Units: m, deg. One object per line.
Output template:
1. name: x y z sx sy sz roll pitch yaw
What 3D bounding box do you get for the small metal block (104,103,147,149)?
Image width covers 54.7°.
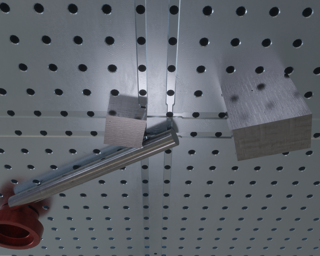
1. small metal block: -0.046 -0.002 0.409 0.050 0.025 0.050 8 130 -7

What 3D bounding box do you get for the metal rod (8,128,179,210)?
1. metal rod: -0.111 0.068 0.468 0.300 0.025 0.025 -23 127 18

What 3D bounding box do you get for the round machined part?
1. round machined part: -0.253 0.169 0.541 0.099 0.042 0.097 0 132 1

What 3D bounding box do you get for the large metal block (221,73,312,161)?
1. large metal block: 0.122 -0.014 0.365 0.080 0.080 0.050 -12 129 10
